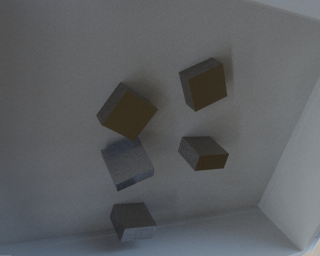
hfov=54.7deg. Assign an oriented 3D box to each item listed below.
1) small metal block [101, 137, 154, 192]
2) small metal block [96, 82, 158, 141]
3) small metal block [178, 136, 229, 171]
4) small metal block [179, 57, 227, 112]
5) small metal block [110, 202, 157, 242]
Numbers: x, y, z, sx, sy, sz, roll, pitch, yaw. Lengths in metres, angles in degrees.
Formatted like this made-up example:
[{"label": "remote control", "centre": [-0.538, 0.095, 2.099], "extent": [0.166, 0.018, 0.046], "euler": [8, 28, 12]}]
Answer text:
[{"label": "small metal block", "centre": [-0.041, 0.045, 0.394], "extent": [0.050, 0.050, 0.025], "euler": [-22, 153, -15]}, {"label": "small metal block", "centre": [-0.040, -0.019, 0.375], "extent": [0.050, 0.025, 0.050], "euler": [30, 102, -38]}, {"label": "small metal block", "centre": [0.062, 0.036, 0.448], "extent": [0.050, 0.050, 0.025], "euler": [-1, 119, -28]}, {"label": "small metal block", "centre": [0.057, -0.057, 0.404], "extent": [0.050, 0.025, 0.050], "euler": [-27, 128, -12]}, {"label": "small metal block", "centre": [-0.040, 0.137, 0.455], "extent": [0.050, 0.050, 0.025], "euler": [5, 116, -31]}]
